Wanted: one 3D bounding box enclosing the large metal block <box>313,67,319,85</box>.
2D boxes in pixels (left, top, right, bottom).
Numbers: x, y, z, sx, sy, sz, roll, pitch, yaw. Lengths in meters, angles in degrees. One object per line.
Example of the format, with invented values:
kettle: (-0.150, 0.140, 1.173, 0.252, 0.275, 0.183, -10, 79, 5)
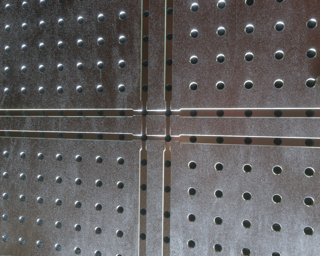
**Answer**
large metal block: (0.220, -0.075, 0.322, 0.080, 0.050, 0.080, 24, 98, 18)
